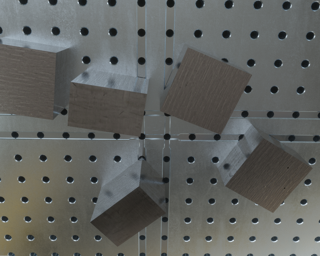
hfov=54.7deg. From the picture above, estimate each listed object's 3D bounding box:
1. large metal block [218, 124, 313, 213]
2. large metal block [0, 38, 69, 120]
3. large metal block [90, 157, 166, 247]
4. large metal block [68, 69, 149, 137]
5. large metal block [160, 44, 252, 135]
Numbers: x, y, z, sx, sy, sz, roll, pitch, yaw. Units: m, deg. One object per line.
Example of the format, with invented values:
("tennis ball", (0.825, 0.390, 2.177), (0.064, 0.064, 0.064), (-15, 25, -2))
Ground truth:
("large metal block", (0.140, 0.055, 0.422), (0.080, 0.050, 0.080), (30, 107, -11))
("large metal block", (-0.161, -0.061, 0.375), (0.081, 0.050, 0.079), (9, 110, -4))
("large metal block", (-0.040, 0.097, 0.419), (0.080, 0.080, 0.050), (-38, 106, 12))
("large metal block", (-0.058, -0.033, 0.371), (0.081, 0.080, 0.050), (9, 110, -4))
("large metal block", (0.052, -0.049, 0.383), (0.080, 0.050, 0.079), (21, 109, -8))
